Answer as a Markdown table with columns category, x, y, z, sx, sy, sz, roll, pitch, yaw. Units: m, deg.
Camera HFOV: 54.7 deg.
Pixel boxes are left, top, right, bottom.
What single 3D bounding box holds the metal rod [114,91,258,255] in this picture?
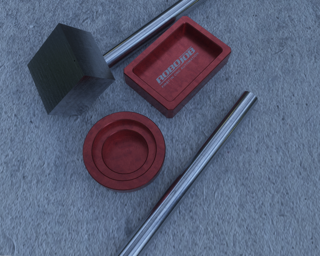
| category | x | y | z | sx | sy | sz | roll | pitch | yaw |
| --- | --- | --- | --- | --- | --- | --- | --- | --- | --- |
| metal rod | 0.030 | 0.068 | 0.383 | 0.025 | 0.025 | 0.301 | 37 | 74 | 12 |

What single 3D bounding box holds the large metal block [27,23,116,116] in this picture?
| category | x | y | z | sx | sy | sz | roll | pitch | yaw |
| --- | --- | --- | --- | --- | --- | --- | --- | --- | --- |
| large metal block | -0.116 | -0.071 | 0.398 | 0.080 | 0.050 | 0.080 | -38 | 70 | 29 |

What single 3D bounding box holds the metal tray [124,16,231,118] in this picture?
| category | x | y | z | sx | sy | sz | roll | pitch | yaw |
| --- | --- | --- | --- | --- | --- | --- | --- | --- | --- |
| metal tray | 0.025 | -0.088 | 0.437 | 0.090 | 0.030 | 0.130 | 41 | 75 | 13 |

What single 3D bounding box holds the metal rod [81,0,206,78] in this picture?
| category | x | y | z | sx | sy | sz | roll | pitch | yaw |
| --- | --- | --- | --- | --- | --- | --- | --- | --- | --- |
| metal rod | 0.009 | -0.164 | 0.468 | 0.301 | 0.025 | 0.025 | -40 | 75 | -14 |

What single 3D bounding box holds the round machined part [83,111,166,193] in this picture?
| category | x | y | z | sx | sy | sz | roll | pitch | yaw |
| --- | --- | --- | --- | --- | --- | --- | --- | --- | --- |
| round machined part | -0.043 | 0.032 | 0.387 | 0.099 | 0.042 | 0.098 | 0 | 70 | -1 |
